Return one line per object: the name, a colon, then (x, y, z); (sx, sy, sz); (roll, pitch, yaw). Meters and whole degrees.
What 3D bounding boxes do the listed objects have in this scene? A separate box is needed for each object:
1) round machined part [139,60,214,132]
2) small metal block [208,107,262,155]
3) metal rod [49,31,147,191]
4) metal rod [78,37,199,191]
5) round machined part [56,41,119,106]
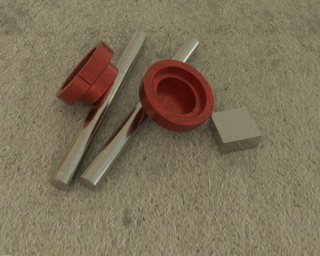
round machined part: (0.018, -0.038, 0.409); (0.099, 0.042, 0.098); (11, 60, -20)
small metal block: (0.095, 0.003, 0.401); (0.050, 0.025, 0.050); (-10, 51, -9)
metal rod: (-0.073, -0.046, 0.441); (0.025, 0.025, 0.300); (12, 51, 10)
metal rod: (-0.014, -0.039, 0.435); (0.025, 0.025, 0.301); (21, 53, 17)
round machined part: (-0.095, -0.068, 0.426); (0.042, 0.098, 0.098); (39, 47, -23)
